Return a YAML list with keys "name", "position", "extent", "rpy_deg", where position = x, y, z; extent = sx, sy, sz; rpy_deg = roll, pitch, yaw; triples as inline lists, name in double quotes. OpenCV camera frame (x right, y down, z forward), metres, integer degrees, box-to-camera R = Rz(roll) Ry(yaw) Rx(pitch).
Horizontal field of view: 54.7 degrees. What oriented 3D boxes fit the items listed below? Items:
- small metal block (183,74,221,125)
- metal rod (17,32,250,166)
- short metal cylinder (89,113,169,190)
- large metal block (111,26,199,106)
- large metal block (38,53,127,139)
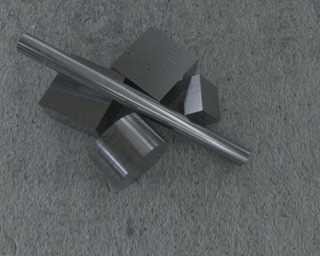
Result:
- name: "small metal block"
  position: [0.055, -0.036, 0.407]
  extent: [0.025, 0.050, 0.050]
  rpy_deg: [-15, 66, 33]
- name: "metal rod"
  position: [-0.025, -0.030, 0.377]
  extent: [0.301, 0.025, 0.025]
  rpy_deg: [27, 72, -8]
- name: "short metal cylinder"
  position: [-0.036, 0.028, 0.369]
  extent: [0.080, 0.080, 0.050]
  rpy_deg: [-42, 76, -14]
- name: "large metal block"
  position: [-0.006, -0.077, 0.421]
  extent: [0.080, 0.050, 0.080]
  rpy_deg: [38, 74, 12]
- name: "large metal block"
  position: [-0.096, -0.039, 0.410]
  extent: [0.080, 0.050, 0.080]
  rpy_deg: [24, 72, 8]
